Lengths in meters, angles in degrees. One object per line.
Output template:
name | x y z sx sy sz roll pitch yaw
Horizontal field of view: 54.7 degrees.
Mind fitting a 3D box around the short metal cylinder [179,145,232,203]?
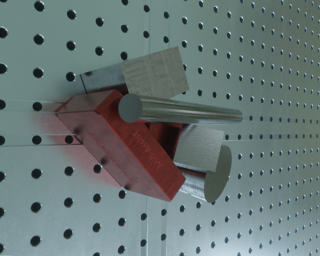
short metal cylinder | 0.059 0.057 0.429 0.081 0.050 0.079 -26 123 -48

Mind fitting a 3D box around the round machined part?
round machined part | -0.001 0.006 0.403 0.099 0.042 0.097 0 90 -40

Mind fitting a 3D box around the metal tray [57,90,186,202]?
metal tray | -0.041 0.021 0.333 0.030 0.090 0.130 -51 121 -28

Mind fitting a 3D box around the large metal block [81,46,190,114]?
large metal block | -0.028 -0.052 0.349 0.081 0.080 0.050 -27 107 -37

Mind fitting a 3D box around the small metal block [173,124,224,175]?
small metal block | 0.047 0.025 0.378 0.025 0.050 0.050 74 31 -73

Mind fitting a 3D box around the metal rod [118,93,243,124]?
metal rod | 0.051 -0.018 0.392 0.302 0.025 0.025 -1 91 -60
